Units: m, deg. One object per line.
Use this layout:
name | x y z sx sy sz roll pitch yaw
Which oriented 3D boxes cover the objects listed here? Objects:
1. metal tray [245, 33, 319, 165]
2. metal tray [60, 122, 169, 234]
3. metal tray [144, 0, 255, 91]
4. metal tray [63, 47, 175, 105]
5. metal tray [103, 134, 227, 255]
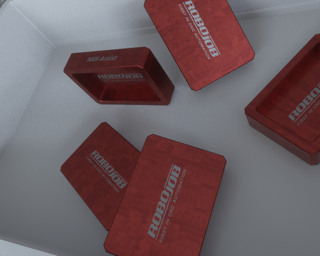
metal tray | 0.169 -0.035 0.335 0.130 0.030 0.090 -46 51 -4
metal tray | -0.061 0.059 0.397 0.090 0.030 0.130 -48 52 -6
metal tray | 0.050 -0.124 0.398 0.090 0.130 0.030 -29 8 9
metal tray | -0.056 -0.068 0.433 0.130 0.090 0.030 3 64 29
metal tray | 0.009 0.080 0.327 0.090 0.030 0.130 17 69 10
